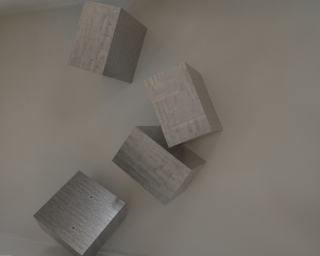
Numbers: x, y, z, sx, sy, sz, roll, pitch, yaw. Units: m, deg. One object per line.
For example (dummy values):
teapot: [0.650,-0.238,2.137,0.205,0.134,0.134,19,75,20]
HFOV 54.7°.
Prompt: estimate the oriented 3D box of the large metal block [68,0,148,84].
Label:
large metal block: [-0.065,-0.108,0.403,0.050,0.080,0.080,19,96,19]

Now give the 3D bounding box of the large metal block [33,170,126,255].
large metal block: [-0.102,0.117,0.410,0.080,0.050,0.080,31,56,17]

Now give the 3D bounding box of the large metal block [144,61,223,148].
large metal block: [0.031,-0.025,0.370,0.050,0.080,0.080,-23,83,18]

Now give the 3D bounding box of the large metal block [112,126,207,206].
large metal block: [0.002,0.041,0.380,0.080,0.080,0.050,38,102,16]
